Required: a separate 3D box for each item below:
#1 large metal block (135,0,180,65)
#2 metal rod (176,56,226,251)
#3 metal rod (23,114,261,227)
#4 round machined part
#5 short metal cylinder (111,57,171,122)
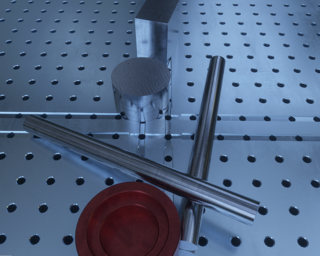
[{"bbox_3d":[-0.002,-0.160,0.507,0.050,0.080,0.080,12,51,10],"label":"large metal block"},{"bbox_3d":[0.059,0.006,0.403,0.025,0.025,0.300,10,51,8],"label":"metal rod"},{"bbox_3d":[-0.040,0.038,0.353,0.301,0.025,0.025,19,52,23],"label":"metal rod"},{"bbox_3d":[-0.029,0.106,0.305,0.099,0.042,0.098,-2,50,3],"label":"round machined part"},{"bbox_3d":[-0.026,-0.055,0.437,0.081,0.050,0.080,0,50,0],"label":"short metal cylinder"}]
